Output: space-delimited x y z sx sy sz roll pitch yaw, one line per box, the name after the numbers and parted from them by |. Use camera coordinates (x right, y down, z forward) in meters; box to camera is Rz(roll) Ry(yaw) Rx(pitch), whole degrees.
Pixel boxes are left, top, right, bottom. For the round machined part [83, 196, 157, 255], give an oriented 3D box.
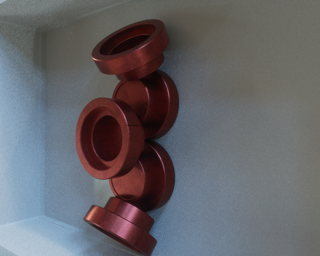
-0.047 0.125 0.407 0.098 0.098 0.042 8 58 39 | round machined part

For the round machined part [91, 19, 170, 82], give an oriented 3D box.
-0.033 -0.095 0.395 0.098 0.098 0.042 9 138 39 | round machined part

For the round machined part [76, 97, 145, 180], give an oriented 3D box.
-0.058 0.012 0.383 0.098 0.042 0.097 0 90 39 | round machined part

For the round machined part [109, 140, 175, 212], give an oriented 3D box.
-0.031 0.065 0.417 0.098 0.042 0.097 0 90 39 | round machined part

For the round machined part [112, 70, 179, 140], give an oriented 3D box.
-0.027 -0.033 0.413 0.098 0.042 0.097 0 90 39 | round machined part
